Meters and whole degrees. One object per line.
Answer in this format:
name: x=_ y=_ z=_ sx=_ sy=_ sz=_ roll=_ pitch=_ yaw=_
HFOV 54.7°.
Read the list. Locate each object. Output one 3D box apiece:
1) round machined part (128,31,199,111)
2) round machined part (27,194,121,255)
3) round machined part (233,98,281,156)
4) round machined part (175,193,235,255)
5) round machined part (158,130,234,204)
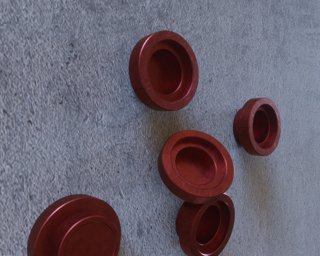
round machined part: x=0.000 y=-0.070 z=0.394 sx=0.099 sy=0.042 sz=0.097 roll=0 pitch=90 yaw=-40
round machined part: x=-0.082 y=0.122 z=0.325 sx=0.099 sy=0.042 sz=0.097 roll=0 pitch=90 yaw=-40
round machined part: x=0.162 y=-0.002 z=0.529 sx=0.099 sy=0.042 sz=0.097 roll=0 pitch=90 yaw=-40
round machined part: x=0.060 y=0.133 z=0.438 sx=0.099 sy=0.042 sz=0.097 roll=-10 pitch=105 yaw=-42
round machined part: x=0.044 y=0.054 z=0.410 sx=0.099 sy=0.042 sz=0.098 roll=10 pitch=53 yaw=-13
